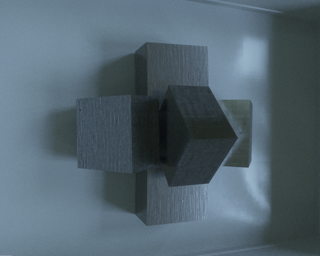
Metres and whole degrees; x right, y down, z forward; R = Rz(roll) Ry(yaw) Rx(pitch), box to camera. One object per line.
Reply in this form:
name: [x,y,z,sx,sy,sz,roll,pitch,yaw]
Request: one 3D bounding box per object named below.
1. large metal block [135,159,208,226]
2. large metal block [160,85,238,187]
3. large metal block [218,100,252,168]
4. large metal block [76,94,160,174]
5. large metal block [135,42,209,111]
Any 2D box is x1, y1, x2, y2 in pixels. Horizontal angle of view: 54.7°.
large metal block: [0.014,0.076,0.401,0.081,0.050,0.080,1,90,-20]
large metal block: [0.033,0.009,0.350,0.050,0.079,0.080,-1,47,-21]
large metal block: [0.093,0.006,0.407,0.050,0.080,0.080,1,90,19]
large metal block: [-0.048,0.006,0.354,0.050,0.080,0.079,-3,92,-57]
large metal block: [0.015,-0.062,0.398,0.081,0.050,0.080,-2,91,-20]
